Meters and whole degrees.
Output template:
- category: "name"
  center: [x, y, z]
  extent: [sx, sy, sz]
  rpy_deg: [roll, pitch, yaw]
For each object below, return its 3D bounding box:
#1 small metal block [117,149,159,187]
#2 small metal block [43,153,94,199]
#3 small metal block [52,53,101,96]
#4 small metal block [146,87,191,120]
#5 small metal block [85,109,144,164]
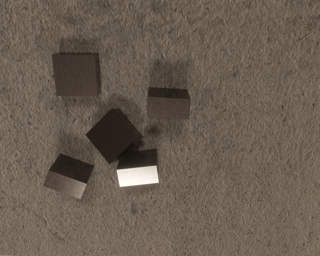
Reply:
- category: "small metal block"
  center: [-0.028, 0.052, 0.415]
  extent: [0.050, 0.050, 0.025]
  rpy_deg: [-6, 111, 2]
- category: "small metal block"
  center: [-0.122, 0.064, 0.418]
  extent: [0.050, 0.050, 0.025]
  rpy_deg: [22, 109, -8]
- category: "small metal block"
  center: [-0.102, -0.067, 0.384]
  extent: [0.050, 0.025, 0.050]
  rpy_deg: [0, 110, -1]
- category: "small metal block"
  center: [0.010, -0.032, 0.385]
  extent: [0.050, 0.050, 0.025]
  rpy_deg: [3, 110, -2]
- category: "small metal block"
  center: [-0.059, 0.010, 0.403]
  extent: [0.050, 0.025, 0.050]
  rpy_deg: [-43, 81, 13]
